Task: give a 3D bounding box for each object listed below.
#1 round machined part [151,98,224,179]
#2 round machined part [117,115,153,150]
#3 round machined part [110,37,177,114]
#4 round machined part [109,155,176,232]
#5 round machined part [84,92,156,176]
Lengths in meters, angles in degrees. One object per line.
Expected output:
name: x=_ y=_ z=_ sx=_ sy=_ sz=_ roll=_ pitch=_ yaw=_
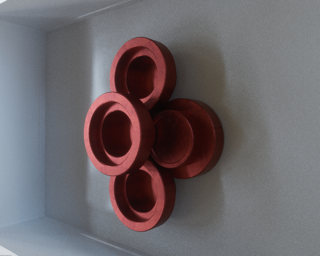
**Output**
round machined part: x=0.023 y=0.013 z=0.372 sx=0.098 sy=0.042 sz=0.097 roll=0 pitch=90 yaw=39
round machined part: x=-0.053 y=0.009 z=0.435 sx=0.098 sy=0.042 sz=0.097 roll=0 pitch=90 yaw=39
round machined part: x=-0.017 y=-0.065 z=0.405 sx=0.098 sy=0.042 sz=0.097 roll=0 pitch=90 yaw=39
round machined part: x=-0.018 y=0.081 z=0.406 sx=0.098 sy=0.042 sz=0.097 roll=0 pitch=90 yaw=39
round machined part: x=-0.044 y=0.007 z=0.373 sx=0.098 sy=0.042 sz=0.097 roll=0 pitch=90 yaw=39
